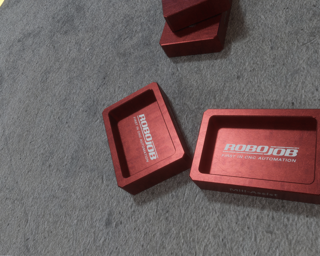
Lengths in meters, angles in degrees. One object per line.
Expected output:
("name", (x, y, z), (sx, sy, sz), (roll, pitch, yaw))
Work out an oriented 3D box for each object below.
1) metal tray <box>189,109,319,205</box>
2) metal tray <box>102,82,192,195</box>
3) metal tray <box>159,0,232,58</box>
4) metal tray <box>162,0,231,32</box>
("metal tray", (0.104, 0.025, 0.330), (0.130, 0.030, 0.090), (2, 62, 29))
("metal tray", (-0.021, 0.010, 0.405), (0.090, 0.030, 0.130), (-28, 52, 10))
("metal tray", (0.058, -0.172, 0.476), (0.090, 0.030, 0.130), (1, 62, 28))
("metal tray", (0.048, -0.214, 0.467), (0.090, 0.030, 0.130), (-17, 55, 18))
